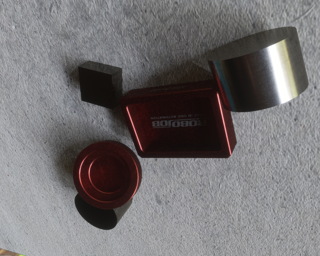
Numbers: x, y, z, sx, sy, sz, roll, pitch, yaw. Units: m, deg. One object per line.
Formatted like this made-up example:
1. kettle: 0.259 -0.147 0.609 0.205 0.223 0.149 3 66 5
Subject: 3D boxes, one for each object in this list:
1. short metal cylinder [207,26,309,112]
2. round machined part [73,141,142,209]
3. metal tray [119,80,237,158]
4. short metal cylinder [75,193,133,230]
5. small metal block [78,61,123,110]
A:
1. short metal cylinder: 0.090 -0.055 0.290 0.080 0.080 0.050 -10 114 32
2. round machined part: -0.074 0.066 0.459 0.098 0.042 0.097 1 94 11
3. metal tray: 0.021 -0.008 0.387 0.130 0.030 0.090 -3 117 29
4. short metal cylinder: -0.093 0.121 0.515 0.080 0.050 0.079 13 124 21
5. small metal block: -0.078 -0.058 0.413 0.050 0.025 0.050 16 125 19
